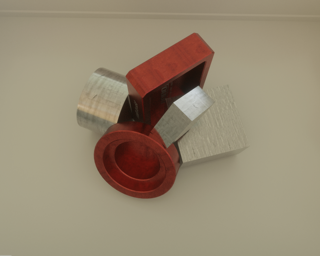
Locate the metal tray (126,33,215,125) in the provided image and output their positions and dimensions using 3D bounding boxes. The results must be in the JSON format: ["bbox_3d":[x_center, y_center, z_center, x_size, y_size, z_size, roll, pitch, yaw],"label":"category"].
[{"bbox_3d":[0.010,-0.045,0.369,0.090,0.130,0.030,-33,75,-12],"label":"metal tray"}]

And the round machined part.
[{"bbox_3d":[-0.024,0.033,0.367,0.098,0.097,0.042,19,36,6],"label":"round machined part"}]

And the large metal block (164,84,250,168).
[{"bbox_3d":[0.055,-0.001,0.388,0.081,0.050,0.080,-13,75,-5],"label":"large metal block"}]

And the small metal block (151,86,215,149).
[{"bbox_3d":[0.024,-0.012,0.327,0.025,0.050,0.050,46,44,7],"label":"small metal block"}]

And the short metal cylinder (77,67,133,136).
[{"bbox_3d":[-0.061,-0.030,0.389,0.050,0.080,0.080,21,71,7],"label":"short metal cylinder"}]
